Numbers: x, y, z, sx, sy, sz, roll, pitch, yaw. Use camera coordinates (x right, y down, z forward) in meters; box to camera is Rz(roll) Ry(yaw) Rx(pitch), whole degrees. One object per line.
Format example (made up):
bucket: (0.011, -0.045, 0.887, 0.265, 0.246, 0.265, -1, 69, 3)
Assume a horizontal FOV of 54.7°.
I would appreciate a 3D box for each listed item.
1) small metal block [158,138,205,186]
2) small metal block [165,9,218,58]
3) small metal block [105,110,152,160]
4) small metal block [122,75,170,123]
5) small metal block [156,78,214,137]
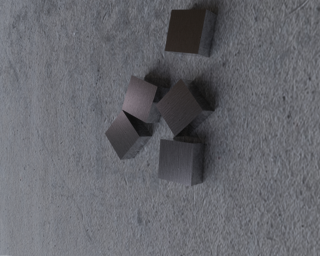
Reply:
small metal block: (0.026, 0.041, 0.383, 0.050, 0.025, 0.050, 6, 94, 39)
small metal block: (0.037, -0.114, 0.375, 0.050, 0.025, 0.050, 17, 101, 38)
small metal block: (-0.046, 0.010, 0.443, 0.050, 0.025, 0.050, -50, 61, 28)
small metal block: (-0.020, -0.039, 0.422, 0.050, 0.025, 0.050, 29, 108, 36)
small metal block: (0.030, -0.024, 0.381, 0.050, 0.025, 0.050, -45, 63, 30)
